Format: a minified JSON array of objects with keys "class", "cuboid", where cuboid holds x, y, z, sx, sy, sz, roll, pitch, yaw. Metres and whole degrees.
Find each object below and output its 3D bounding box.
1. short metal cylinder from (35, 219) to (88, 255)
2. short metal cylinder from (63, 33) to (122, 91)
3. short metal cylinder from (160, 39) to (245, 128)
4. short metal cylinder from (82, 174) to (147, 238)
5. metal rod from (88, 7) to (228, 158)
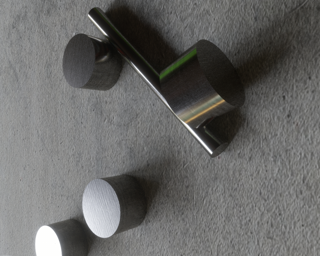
[{"class":"short metal cylinder","cuboid":[-0.168,0.201,0.527,0.080,0.050,0.079,0,90,40]},{"class":"short metal cylinder","cuboid":[-0.104,-0.099,0.475,0.080,0.050,0.079,0,90,40]},{"class":"short metal cylinder","cuboid":[0.046,-0.046,0.331,0.050,0.081,0.080,-31,71,36]},{"class":"short metal cylinder","cuboid":[-0.066,0.109,0.443,0.080,0.050,0.079,0,90,40]},{"class":"metal rod","cuboid":[-0.017,-0.077,0.419,0.300,0.025,0.025,50,120,28]}]
